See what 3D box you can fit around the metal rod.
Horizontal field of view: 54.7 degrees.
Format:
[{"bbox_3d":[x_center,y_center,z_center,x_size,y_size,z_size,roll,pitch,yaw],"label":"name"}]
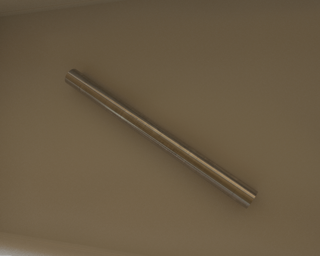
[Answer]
[{"bbox_3d":[-0.010,0.005,0.411,0.300,0.025,0.025,34,101,16],"label":"metal rod"}]
